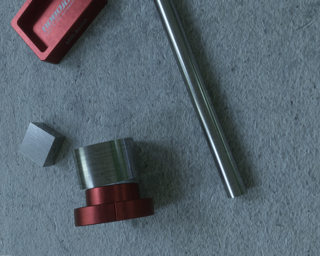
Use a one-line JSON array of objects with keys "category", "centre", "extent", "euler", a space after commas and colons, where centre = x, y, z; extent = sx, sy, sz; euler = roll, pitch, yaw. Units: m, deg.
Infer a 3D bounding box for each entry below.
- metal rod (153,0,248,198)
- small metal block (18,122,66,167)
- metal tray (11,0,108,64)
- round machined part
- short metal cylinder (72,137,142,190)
[{"category": "metal rod", "centre": [0.044, -0.059, 0.393], "extent": [0.025, 0.025, 0.299], "euler": [-22, 83, 18]}, {"category": "small metal block", "centre": [-0.180, 0.025, 0.472], "extent": [0.050, 0.025, 0.050], "euler": [28, 99, 17]}, {"category": "metal tray", "centre": [-0.151, -0.172, 0.459], "extent": [0.130, 0.030, 0.090], "euler": [-46, 76, 14]}, {"category": "round machined part", "centre": [-0.058, 0.095, 0.392], "extent": [0.098, 0.098, 0.042], "euler": [-14, 75, 19]}, {"category": "short metal cylinder", "centre": [-0.069, 0.046, 0.404], "extent": [0.080, 0.080, 0.050], "euler": [-14, 85, 19]}]
